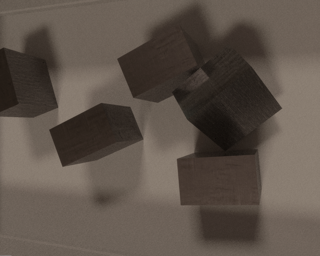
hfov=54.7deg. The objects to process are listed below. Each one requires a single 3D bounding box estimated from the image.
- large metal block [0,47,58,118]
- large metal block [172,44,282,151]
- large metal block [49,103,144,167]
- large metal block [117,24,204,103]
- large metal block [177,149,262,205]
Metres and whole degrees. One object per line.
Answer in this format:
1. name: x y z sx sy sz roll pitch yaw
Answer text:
1. large metal block: -0.204 -0.061 0.451 0.050 0.080 0.080 -19 84 19
2. large metal block: 0.075 -0.031 0.347 0.080 0.080 0.050 -40 42 15
3. large metal block: -0.081 0.009 0.408 0.080 0.080 0.050 -25 82 18
4. large metal block: 0.009 -0.073 0.378 0.080 0.080 0.050 -25 82 18
5. large metal block: 0.071 0.054 0.356 0.080 0.080 0.050 -5 88 19
